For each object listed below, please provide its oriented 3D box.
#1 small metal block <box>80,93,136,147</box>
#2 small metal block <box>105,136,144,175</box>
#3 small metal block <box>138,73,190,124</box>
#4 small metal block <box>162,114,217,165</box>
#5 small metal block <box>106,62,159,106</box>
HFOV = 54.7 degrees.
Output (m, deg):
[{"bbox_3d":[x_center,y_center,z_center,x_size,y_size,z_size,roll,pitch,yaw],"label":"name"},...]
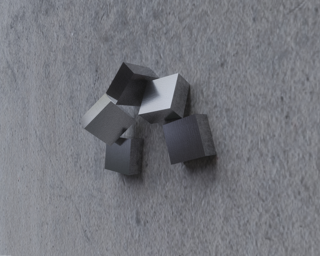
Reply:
[{"bbox_3d":[-0.071,-0.010,0.423,0.050,0.050,0.025,-46,40,3],"label":"small metal block"},{"bbox_3d":[-0.052,0.037,0.446,0.050,0.025,0.050,7,95,39],"label":"small metal block"},{"bbox_3d":[0.005,-0.036,0.385,0.050,0.025,0.050,-9,56,39],"label":"small metal block"},{"bbox_3d":[0.035,0.014,0.375,0.050,0.025,0.050,-20,78,38],"label":"small metal block"},{"bbox_3d":[-0.036,-0.057,0.416,0.025,0.050,0.050,49,119,28],"label":"small metal block"}]
